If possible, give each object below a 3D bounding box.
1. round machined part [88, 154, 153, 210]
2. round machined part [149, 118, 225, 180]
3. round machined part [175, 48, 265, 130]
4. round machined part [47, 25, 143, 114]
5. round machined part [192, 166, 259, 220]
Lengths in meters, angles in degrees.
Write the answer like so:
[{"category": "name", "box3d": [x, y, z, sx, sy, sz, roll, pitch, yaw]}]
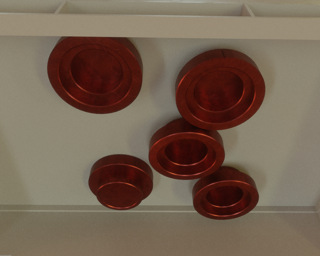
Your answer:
[{"category": "round machined part", "box3d": [-0.060, 0.089, 0.473, 0.099, 0.042, 0.097, 0, 130, 0]}, {"category": "round machined part", "box3d": [0.035, 0.024, 0.415, 0.099, 0.042, 0.097, 1, 136, 1]}, {"category": "round machined part", "box3d": [0.066, -0.047, 0.358, 0.099, 0.042, 0.097, 0, 130, 0]}, {"category": "round machined part", "box3d": [-0.068, -0.066, 0.341, 0.099, 0.042, 0.097, 0, 130, 0]}, {"category": "round machined part", "box3d": [0.099, 0.097, 0.482, 0.099, 0.042, 0.097, 0, 130, 0]}]
